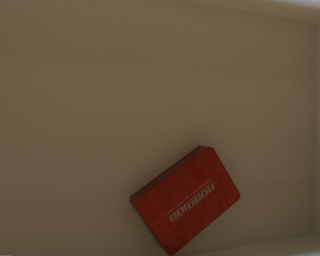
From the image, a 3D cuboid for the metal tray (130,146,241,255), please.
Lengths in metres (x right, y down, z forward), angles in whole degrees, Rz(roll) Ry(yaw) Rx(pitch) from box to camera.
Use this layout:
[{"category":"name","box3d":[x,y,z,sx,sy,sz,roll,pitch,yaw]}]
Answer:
[{"category":"metal tray","box3d":[0.037,0.095,0.423,0.131,0.030,0.090,-35,102,-17]}]
